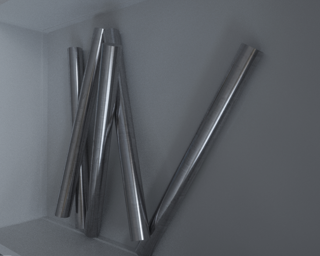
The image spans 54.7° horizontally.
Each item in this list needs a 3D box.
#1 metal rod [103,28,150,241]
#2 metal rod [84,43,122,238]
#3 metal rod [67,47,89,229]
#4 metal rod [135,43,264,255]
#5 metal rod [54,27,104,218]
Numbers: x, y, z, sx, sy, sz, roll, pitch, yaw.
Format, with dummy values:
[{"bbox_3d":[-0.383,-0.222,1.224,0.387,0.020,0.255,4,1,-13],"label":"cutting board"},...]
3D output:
[{"bbox_3d":[-0.049,-0.001,0.430,0.025,0.025,0.299,-22,71,38],"label":"metal rod"},{"bbox_3d":[-0.084,0.032,0.443,0.025,0.025,0.298,27,117,36],"label":"metal rod"},{"bbox_3d":[-0.136,0.015,0.519,0.025,0.025,0.298,-6,86,40],"label":"metal rod"},{"bbox_3d":[0.038,0.042,0.375,0.025,0.025,0.298,39,113,33],"label":"metal rod"},{"bbox_3d":[-0.123,-0.007,0.488,0.025,0.025,0.298,15,93,39],"label":"metal rod"}]
